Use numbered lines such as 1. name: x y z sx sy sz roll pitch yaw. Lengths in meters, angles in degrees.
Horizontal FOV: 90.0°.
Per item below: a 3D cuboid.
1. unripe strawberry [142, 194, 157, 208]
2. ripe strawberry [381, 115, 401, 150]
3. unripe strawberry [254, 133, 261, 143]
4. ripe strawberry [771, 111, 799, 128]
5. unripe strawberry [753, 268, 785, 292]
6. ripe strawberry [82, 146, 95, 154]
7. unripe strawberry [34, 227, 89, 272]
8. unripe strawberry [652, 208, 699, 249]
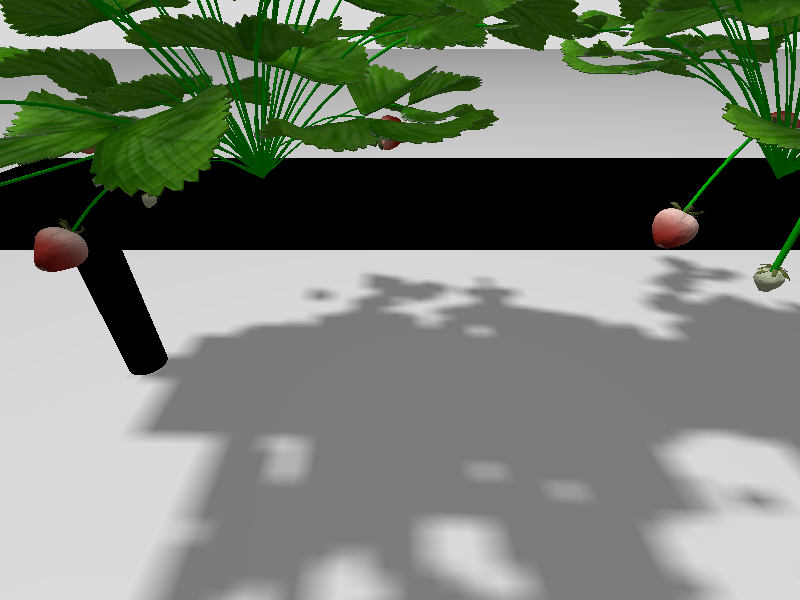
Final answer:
1. unripe strawberry: -0.184 -0.073 0.294 0.011 0.010 0.010 29 11 36
2. ripe strawberry: -0.009 -0.178 0.425 0.033 0.035 0.031 -27 42 -35
3. unripe strawberry: -0.161 -0.187 0.461 0.013 0.013 0.014 -9 -37 -14
4. ripe strawberry: 0.429 -0.196 0.453 0.037 0.033 0.034 22 39 29
5. unripe strawberry: 0.163 -0.009 0.178 0.010 0.011 0.011 25 41 33
6. ripe strawberry: -0.327 -0.170 0.411 0.037 0.037 0.041 12 36 19
7. unripe strawberry: -0.178 -0.026 0.208 0.024 0.024 0.021 11 -29 16
8. unripe strawberry: 0.158 -0.041 0.232 0.023 0.023 0.020 36 0 41
